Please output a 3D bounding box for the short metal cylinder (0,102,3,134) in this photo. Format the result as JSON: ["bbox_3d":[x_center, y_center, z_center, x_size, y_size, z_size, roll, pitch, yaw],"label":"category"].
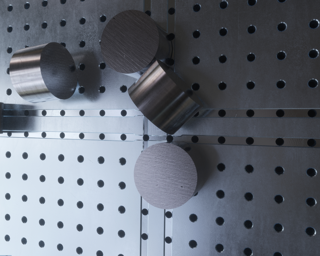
[{"bbox_3d":[-0.291,-0.017,0.486,0.080,0.080,0.050,2,91,20],"label":"short metal cylinder"}]

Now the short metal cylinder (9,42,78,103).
[{"bbox_3d":[-0.163,-0.077,0.441,0.050,0.080,0.080,-5,89,20],"label":"short metal cylinder"}]

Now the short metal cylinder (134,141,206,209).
[{"bbox_3d":[0.014,0.057,0.394,0.080,0.050,0.079,0,90,20],"label":"short metal cylinder"}]

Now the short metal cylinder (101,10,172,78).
[{"bbox_3d":[-0.030,-0.108,0.410,0.080,0.050,0.079,0,90,20],"label":"short metal cylinder"}]

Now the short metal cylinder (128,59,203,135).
[{"bbox_3d":[0.007,-0.038,0.381,0.050,0.080,0.080,-44,77,15],"label":"short metal cylinder"}]
